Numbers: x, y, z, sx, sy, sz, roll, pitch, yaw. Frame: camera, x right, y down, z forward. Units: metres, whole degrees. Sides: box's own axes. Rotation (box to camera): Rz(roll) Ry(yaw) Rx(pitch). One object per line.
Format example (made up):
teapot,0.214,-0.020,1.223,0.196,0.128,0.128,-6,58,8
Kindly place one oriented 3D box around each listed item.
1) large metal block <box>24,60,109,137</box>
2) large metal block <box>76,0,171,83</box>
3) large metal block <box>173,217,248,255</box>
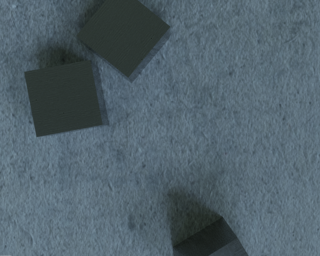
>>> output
large metal block,-0.116,-0.036,0.396,0.080,0.050,0.080,-11,90,-1
large metal block,-0.044,-0.116,0.397,0.080,0.050,0.080,39,90,-1
large metal block,0.065,0.164,0.384,0.080,0.080,0.050,-31,90,0
